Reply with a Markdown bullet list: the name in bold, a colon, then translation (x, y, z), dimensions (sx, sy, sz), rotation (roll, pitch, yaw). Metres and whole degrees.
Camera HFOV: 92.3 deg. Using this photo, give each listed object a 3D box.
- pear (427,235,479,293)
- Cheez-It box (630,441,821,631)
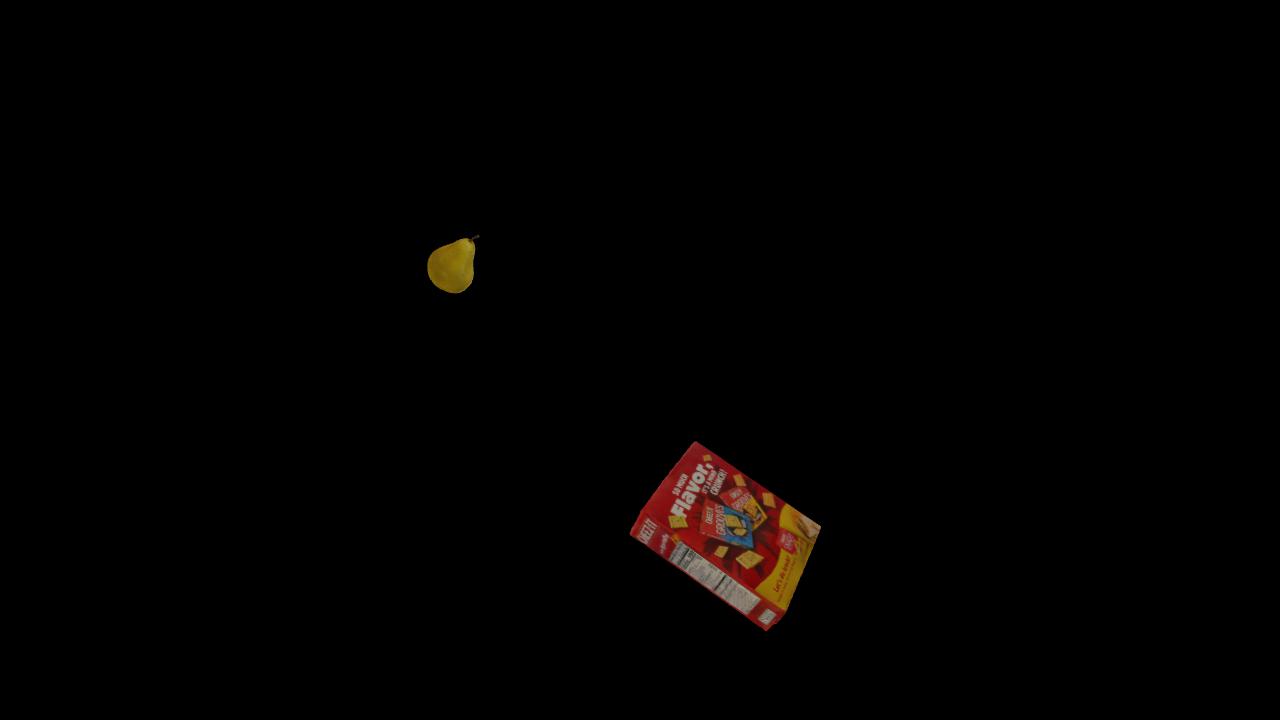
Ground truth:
- **pear**: translation (-0.297, -0.166, 0.997), dimensions (0.080, 0.111, 0.080), rotation (29, 20, -12)
- **Cheez-It box**: translation (0.122, 0.238, 0.860), dimensions (0.223, 0.071, 0.166), rotation (33, 41, 12)
